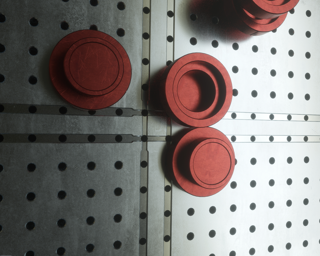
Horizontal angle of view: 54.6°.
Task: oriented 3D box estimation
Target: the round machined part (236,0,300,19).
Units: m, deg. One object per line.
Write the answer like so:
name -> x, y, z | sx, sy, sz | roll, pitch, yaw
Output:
round machined part -> 0.135, -0.192, 0.408 | 0.099, 0.042, 0.097 | 0, 90, -20

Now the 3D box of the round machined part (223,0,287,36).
round machined part -> 0.135, -0.183, 0.452 | 0.099, 0.042, 0.097 | 0, 90, -20

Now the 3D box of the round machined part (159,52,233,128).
round machined part -> 0.045, -0.049, 0.420 | 0.099, 0.042, 0.097 | 0, 90, -20

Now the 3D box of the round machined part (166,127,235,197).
round machined part -> 0.062, 0.046, 0.426 | 0.099, 0.042, 0.097 | 0, 90, -20

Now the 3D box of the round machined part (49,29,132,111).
round machined part -> -0.081, -0.070, 0.373 | 0.099, 0.042, 0.097 | 0, 90, -20
